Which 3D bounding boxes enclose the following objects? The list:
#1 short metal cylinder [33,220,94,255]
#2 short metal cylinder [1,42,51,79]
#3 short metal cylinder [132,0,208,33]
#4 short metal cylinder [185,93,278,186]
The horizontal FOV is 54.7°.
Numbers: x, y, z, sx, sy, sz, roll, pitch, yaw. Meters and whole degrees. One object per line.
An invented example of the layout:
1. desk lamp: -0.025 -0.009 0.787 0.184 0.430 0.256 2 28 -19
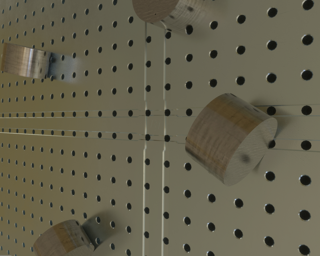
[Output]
1. short metal cylinder: -0.154 0.194 0.498 0.050 0.081 0.080 47 118 29
2. short metal cylinder: -0.248 -0.125 0.574 0.080 0.081 0.050 21 104 37
3. short metal cylinder: 0.012 -0.164 0.382 0.080 0.050 0.079 0 90 39
4. short metal cylinder: 0.072 0.012 0.313 0.050 0.081 0.079 38 113 33
